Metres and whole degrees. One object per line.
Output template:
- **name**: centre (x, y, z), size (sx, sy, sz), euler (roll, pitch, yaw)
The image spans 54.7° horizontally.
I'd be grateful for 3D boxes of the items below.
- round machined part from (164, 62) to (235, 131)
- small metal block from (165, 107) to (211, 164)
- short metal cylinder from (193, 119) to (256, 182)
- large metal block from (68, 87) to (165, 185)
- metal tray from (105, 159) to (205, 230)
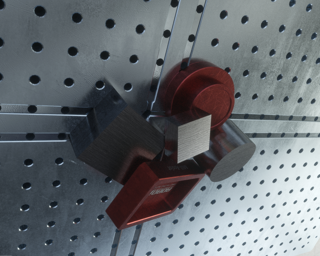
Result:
- **round machined part**: centre (0.059, -0.034, 0.411), size (0.099, 0.042, 0.097), euler (-14, 124, -21)
- **small metal block**: centre (0.033, 0.008, 0.374), size (0.050, 0.025, 0.050), euler (-20, 124, -31)
- **short metal cylinder**: centre (0.091, 0.033, 0.450), size (0.081, 0.050, 0.080), euler (-25, 145, -19)
- **large metal block**: centre (-0.049, 0.012, 0.376), size (0.080, 0.050, 0.080), euler (-46, 129, 4)
- **metal tray**: centre (-0.001, 0.087, 0.424), size (0.090, 0.030, 0.131), euler (-54, 151, 19)
